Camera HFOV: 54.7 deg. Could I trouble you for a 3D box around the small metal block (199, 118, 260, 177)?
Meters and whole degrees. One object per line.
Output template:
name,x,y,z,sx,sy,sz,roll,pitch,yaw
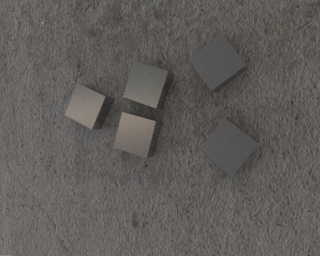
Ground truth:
small metal block,0.085,0.022,0.379,0.050,0.025,0.050,40,102,15

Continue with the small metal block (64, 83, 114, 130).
small metal block,-0.101,-0.031,0.445,0.050,0.025,0.050,26,99,18

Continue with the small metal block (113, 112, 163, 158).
small metal block,-0.030,0.009,0.419,0.050,0.025,0.050,16,95,19

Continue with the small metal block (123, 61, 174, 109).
small metal block,-0.015,-0.057,0.414,0.050,0.025,0.050,20,97,18

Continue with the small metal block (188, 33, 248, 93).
small metal block,0.072,-0.079,0.383,0.050,0.025,0.050,-37,78,16
